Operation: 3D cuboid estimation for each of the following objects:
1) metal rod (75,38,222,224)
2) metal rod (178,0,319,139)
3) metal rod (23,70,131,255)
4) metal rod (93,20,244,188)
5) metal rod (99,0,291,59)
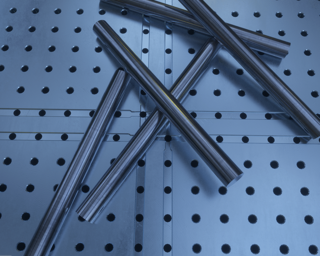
[{"bbox_3d":[-0.005,-0.008,0.414,0.025,0.025,0.300,33,73,11],"label":"metal rod"},{"bbox_3d":[0.115,-0.104,0.433,0.025,0.025,0.300,-40,82,-13],"label":"metal rod"},{"bbox_3d":[-0.106,0.056,0.389,0.025,0.025,0.300,20,71,7],"label":"metal rod"},{"bbox_3d":[-0.004,-0.047,0.403,0.025,0.025,0.300,-34,64,-12],"label":"metal rod"},{"bbox_3d":[0.046,-0.164,0.472,0.301,0.025,0.025,20,71,6],"label":"metal rod"}]
